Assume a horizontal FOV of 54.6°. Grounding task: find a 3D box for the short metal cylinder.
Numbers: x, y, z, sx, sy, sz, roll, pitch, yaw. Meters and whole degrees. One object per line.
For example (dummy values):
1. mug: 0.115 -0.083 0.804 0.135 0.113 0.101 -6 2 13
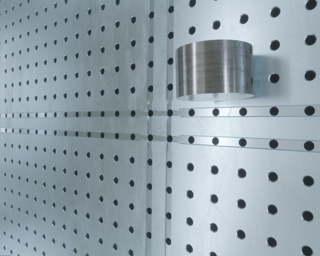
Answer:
1. short metal cylinder: 0.057 -0.057 0.327 0.080 0.081 0.050 -2 89 40
